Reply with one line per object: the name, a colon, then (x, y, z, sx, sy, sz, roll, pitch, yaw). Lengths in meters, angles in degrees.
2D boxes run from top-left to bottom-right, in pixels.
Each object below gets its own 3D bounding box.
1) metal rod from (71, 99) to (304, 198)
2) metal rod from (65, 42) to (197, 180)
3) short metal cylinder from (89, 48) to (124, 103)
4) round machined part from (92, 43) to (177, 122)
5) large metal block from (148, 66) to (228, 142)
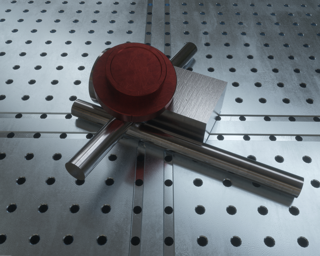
metal rod: (0.022, 0.020, 0.390, 0.301, 0.025, 0.025, 19, 53, 15)
metal rod: (-0.018, -0.044, 0.419, 0.025, 0.025, 0.301, 22, 46, 17)
short metal cylinder: (-0.053, -0.064, 0.424, 0.050, 0.080, 0.080, 20, 53, 15)
round machined part: (-0.029, -0.059, 0.361, 0.099, 0.042, 0.098, 3, 70, -7)
large metal block: (0.035, -0.030, 0.413, 0.080, 0.050, 0.080, 20, 53, 16)
